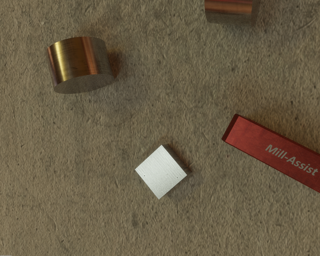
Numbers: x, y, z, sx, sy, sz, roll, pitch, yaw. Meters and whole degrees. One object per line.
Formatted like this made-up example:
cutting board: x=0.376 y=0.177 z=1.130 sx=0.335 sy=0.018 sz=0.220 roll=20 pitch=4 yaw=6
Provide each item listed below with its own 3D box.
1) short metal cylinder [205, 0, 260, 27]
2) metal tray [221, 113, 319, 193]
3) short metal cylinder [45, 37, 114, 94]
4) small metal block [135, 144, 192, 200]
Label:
short metal cylinder: x=0.086 y=-0.158 z=0.349 sx=0.050 sy=0.080 sz=0.080 roll=13 pitch=94 yaw=19
metal tray: x=0.136 y=0.029 z=0.326 sx=0.130 sy=0.090 sz=0.030 roll=29 pitch=100 yaw=17
short metal cylinder: x=-0.107 y=-0.082 z=0.418 sx=0.080 sy=0.080 sz=0.050 roll=-16 pitch=85 yaw=19
small metal block: x=0.005 y=0.056 z=0.407 sx=0.050 sy=0.025 sz=0.050 roll=-44 pitch=77 yaw=14
